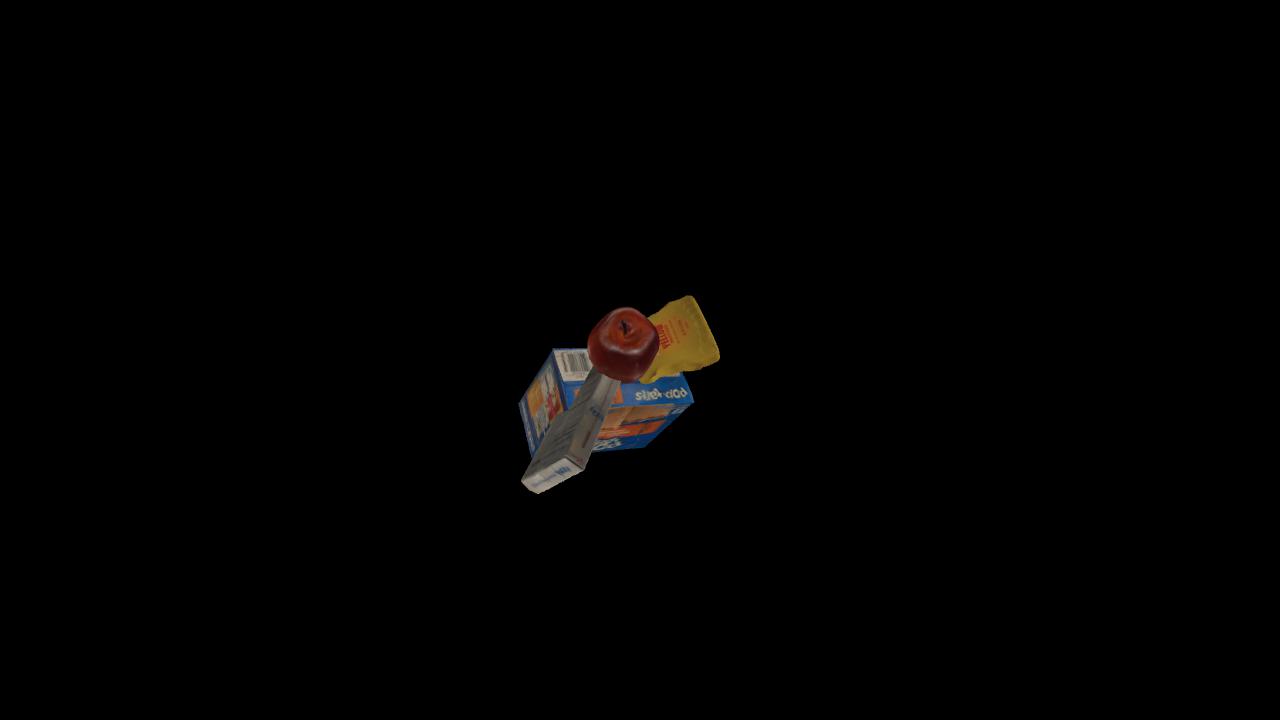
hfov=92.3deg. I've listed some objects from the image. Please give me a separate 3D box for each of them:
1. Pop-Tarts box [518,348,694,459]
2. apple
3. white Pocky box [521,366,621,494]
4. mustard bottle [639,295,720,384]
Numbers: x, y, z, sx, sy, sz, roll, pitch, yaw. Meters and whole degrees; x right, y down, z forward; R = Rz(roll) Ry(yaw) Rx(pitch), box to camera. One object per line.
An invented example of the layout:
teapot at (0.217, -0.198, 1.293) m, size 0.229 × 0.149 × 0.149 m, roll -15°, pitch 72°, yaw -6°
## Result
Pop-Tarts box at (-0.045, 0.054, 0.764) m, size 0.167 × 0.083 × 0.141 m, roll 0°, pitch -29°, yaw -30°
apple at (-0.019, -0.015, 0.665) m, size 0.079 × 0.079 × 0.093 m, roll 0°, pitch -30°, yaw -8°
white Pocky box at (-0.067, 0.064, 0.653) m, size 0.028 × 0.154 × 0.084 m, roll 41°, pitch -48°, yaw -17°
mustard bottle at (-0.003, -0.004, 0.746) m, size 0.184 × 0.092 × 0.054 m, roll -23°, pitch -20°, yaw 2°
